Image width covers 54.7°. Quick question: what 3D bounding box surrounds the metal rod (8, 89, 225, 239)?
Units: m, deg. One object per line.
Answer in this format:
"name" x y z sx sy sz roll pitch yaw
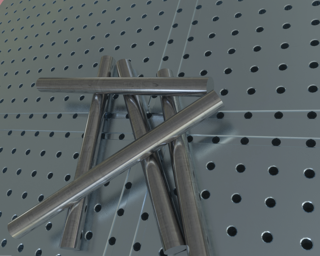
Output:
"metal rod" -0.057 0.047 0.375 0.300 0.025 0.025 -33 52 6

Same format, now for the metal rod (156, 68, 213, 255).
"metal rod" 0.027 0.044 0.366 0.025 0.025 0.299 -20 54 16

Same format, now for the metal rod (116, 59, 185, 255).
"metal rod" -0.021 0.012 0.410 0.025 0.025 0.299 -27 52 11

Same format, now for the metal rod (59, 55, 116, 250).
"metal rod" -0.098 0.016 0.447 0.025 0.025 0.299 -9 58 23

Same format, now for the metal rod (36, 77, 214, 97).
"metal rod" -0.069 -0.061 0.448 0.300 0.025 0.025 5 64 30
